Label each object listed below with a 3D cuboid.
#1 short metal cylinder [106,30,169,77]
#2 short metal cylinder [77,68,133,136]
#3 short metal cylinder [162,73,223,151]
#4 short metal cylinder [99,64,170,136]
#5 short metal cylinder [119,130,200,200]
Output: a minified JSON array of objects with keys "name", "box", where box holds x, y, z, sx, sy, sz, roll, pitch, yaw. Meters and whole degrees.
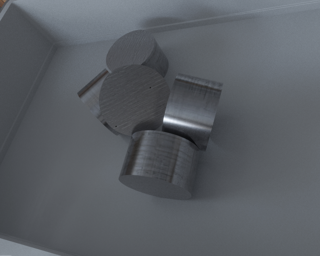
[{"name":"short metal cylinder","box":[-0.034,-0.101,0.469,0.080,0.050,0.080,-13,56,21]},{"name":"short metal cylinder","box":[-0.067,-0.036,0.427,0.050,0.080,0.080,-42,51,0]},{"name":"short metal cylinder","box":[0.037,-0.018,0.353,0.050,0.080,0.080,15,67,8]},{"name":"short metal cylinder","box":[-0.031,-0.034,0.367,0.080,0.080,0.050,-42,15,-1]},{"name":"short metal cylinder","box":[0.000,0.043,0.344,0.080,0.080,0.050,0,62,28]}]
